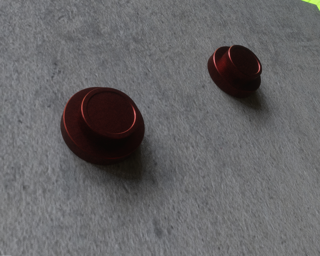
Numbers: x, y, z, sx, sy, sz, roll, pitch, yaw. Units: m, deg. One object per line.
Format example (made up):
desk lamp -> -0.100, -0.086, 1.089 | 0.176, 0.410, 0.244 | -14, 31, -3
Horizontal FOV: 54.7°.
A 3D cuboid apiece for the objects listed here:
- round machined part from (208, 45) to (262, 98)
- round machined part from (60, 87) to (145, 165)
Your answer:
round machined part -> 0.135, -0.103, 0.531 | 0.099, 0.042, 0.098 | 14, 56, -21
round machined part -> -0.063, -0.009, 0.365 | 0.099, 0.042, 0.098 | 14, 56, -21
